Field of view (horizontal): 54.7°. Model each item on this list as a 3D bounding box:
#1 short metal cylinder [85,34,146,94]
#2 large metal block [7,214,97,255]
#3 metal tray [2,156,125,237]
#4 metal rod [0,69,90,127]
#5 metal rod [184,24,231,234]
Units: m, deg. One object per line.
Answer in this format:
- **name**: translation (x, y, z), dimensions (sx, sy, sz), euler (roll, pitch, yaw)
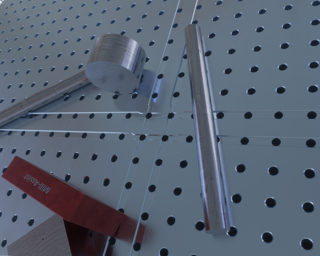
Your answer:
- **short metal cylinder**: translation (-0.065, -0.094, 0.463), dimensions (0.080, 0.080, 0.050), euler (-2, 61, 27)
- **large metal block**: translation (-0.122, 0.157, 0.358), dimensions (0.080, 0.050, 0.080), euler (-35, 52, 5)
- **metal tray**: translation (-0.117, 0.082, 0.375), dimensions (0.130, 0.090, 0.030), euler (18, 71, 34)
- **metal rod**: translation (-0.219, -0.048, 0.549), dimensions (0.301, 0.025, 0.025), euler (-23, 54, 13)
- **metal rod**: translation (0.054, -0.022, 0.392), dimensions (0.025, 0.025, 0.299), euler (-15, 56, 19)
